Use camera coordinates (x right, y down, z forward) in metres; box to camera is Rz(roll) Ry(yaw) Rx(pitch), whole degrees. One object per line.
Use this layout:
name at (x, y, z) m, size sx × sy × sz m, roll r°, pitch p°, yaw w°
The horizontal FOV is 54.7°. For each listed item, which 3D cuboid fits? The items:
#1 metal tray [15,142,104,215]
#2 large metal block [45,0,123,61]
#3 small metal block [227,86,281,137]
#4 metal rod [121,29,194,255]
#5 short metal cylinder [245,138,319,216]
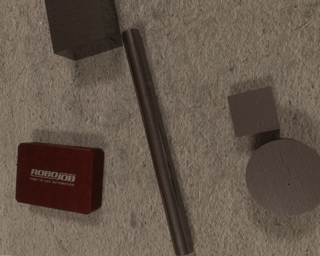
metal tray at (-0.149, 0.071, 0.457) m, size 0.130 × 0.030 × 0.089 m, roll 4°, pitch 91°, yaw 19°
large metal block at (-0.105, -0.147, 0.432) m, size 0.080 × 0.050 × 0.080 m, roll -12°, pitch 86°, yaw 19°
small metal block at (0.112, -0.018, 0.369) m, size 0.050 × 0.025 × 0.050 m, roll -13°, pitch 86°, yaw 19°
metal rod at (-0.004, 0.014, 0.409) m, size 0.025 × 0.025 × 0.298 m, roll -16°, pitch 85°, yaw 19°
short metal cylinder at (0.139, 0.052, 0.347) m, size 0.080 × 0.050 × 0.079 m, roll 0°, pitch 90°, yaw 19°
